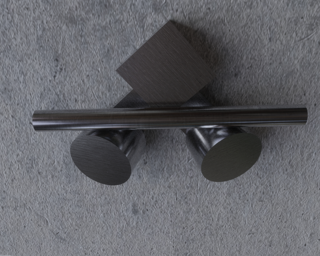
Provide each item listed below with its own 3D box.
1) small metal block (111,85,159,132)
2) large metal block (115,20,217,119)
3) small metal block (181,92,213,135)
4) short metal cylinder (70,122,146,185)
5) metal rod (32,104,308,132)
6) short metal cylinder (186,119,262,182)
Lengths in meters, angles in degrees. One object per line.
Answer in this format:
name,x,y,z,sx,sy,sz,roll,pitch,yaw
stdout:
small metal block,-0.030,-0.023,0.402,0.050,0.025,0.050,-42,105,12
large metal block,0.007,-0.070,0.370,0.080,0.050,0.080,-40,106,13
small metal block,0.042,-0.021,0.403,0.050,0.025,0.050,-41,105,13
short metal cylinder,-0.064,0.026,0.391,0.080,0.050,0.079,11,129,14
metal rod,0.011,-0.011,0.352,0.302,0.025,0.025,-1,110,0
short metal cylinder,0.079,0.022,0.392,0.081,0.050,0.079,-12,130,-14
